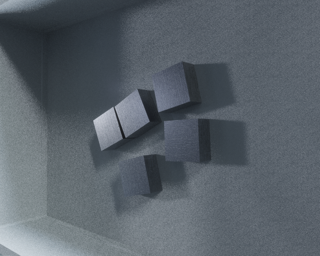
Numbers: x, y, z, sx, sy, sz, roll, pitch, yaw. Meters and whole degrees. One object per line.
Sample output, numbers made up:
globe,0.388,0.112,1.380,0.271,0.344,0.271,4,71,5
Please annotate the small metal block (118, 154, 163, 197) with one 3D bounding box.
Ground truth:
small metal block,-0.028,0.066,0.430,0.050,0.025,0.050,-18,79,38

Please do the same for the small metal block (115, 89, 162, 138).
small metal block,-0.031,-0.019,0.433,0.050,0.025,0.050,-33,70,35

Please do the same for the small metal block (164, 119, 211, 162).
small metal block,0.033,0.015,0.379,0.050,0.025,0.050,-4,88,40

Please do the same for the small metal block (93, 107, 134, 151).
small metal block,-0.069,0.002,0.464,0.050,0.025,0.050,-29,72,36

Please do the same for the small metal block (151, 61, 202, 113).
small metal block,0.020,-0.050,0.390,0.050,0.025,0.050,-17,79,38
